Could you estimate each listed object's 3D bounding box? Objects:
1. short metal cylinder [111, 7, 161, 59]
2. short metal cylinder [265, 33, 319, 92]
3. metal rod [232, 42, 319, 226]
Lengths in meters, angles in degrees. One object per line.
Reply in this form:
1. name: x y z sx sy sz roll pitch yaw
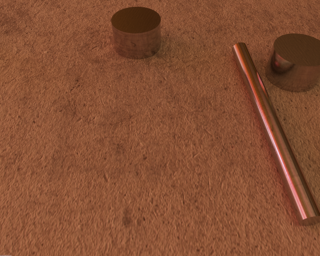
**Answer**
1. short metal cylinder: -0.039 -0.160 0.521 0.081 0.050 0.080 0 50 0
2. short metal cylinder: 0.208 -0.100 0.472 0.081 0.050 0.080 0 50 0
3. metal rod: 0.145 -0.017 0.418 0.025 0.025 0.300 -4 50 -3
